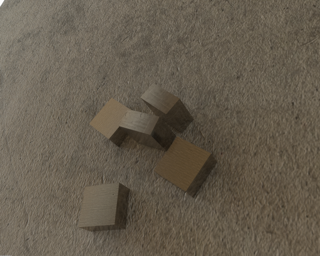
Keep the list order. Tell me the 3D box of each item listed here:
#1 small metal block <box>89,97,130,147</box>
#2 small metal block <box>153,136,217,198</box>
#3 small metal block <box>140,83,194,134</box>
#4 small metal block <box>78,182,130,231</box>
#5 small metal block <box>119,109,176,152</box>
[{"bbox_3d":[-0.064,-0.009,0.443,0.050,0.025,0.050,32,80,38],"label":"small metal block"},{"bbox_3d":[0.029,0.045,0.361,0.050,0.025,0.050,27,76,37],"label":"small metal block"},{"bbox_3d":[0.010,-0.025,0.398,0.025,0.050,0.050,-50,52,-6],"label":"small metal block"},{"bbox_3d":[-0.068,0.097,0.380,0.050,0.025,0.050,-11,57,22],"label":"small metal block"},{"bbox_3d":[-0.015,0.004,0.394,0.050,0.050,0.025,15,70,34],"label":"small metal block"}]
